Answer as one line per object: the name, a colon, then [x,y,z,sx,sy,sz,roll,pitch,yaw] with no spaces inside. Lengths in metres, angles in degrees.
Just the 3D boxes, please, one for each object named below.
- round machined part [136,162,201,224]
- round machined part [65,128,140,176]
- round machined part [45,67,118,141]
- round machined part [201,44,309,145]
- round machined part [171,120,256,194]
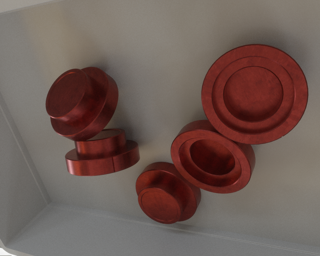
round machined part: [0.007,0.102,0.456,0.098,0.042,0.097,13,124,20]
round machined part: [-0.079,0.028,0.421,0.098,0.099,0.042,-1,103,28]
round machined part: [-0.104,-0.036,0.391,0.098,0.098,0.042,-7,155,31]
round machined part: [0.095,-0.036,0.315,0.098,0.042,0.097,5,107,17]
round machined part: [0.066,0.030,0.375,0.098,0.042,0.097,17,133,20]
